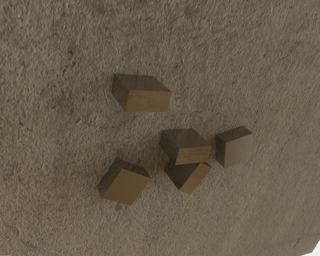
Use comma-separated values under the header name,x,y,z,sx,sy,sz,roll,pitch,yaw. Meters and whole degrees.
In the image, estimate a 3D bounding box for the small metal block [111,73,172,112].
name,x,y,z,sx,sy,sz,roll,pitch,yaw
small metal block,-0.022,-0.040,0.353,0.050,0.050,0.025,-1,119,-28

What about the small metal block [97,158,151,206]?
name,x,y,z,sx,sy,sz,roll,pitch,yaw
small metal block,-0.050,0.075,0.426,0.050,0.025,0.050,27,104,-37

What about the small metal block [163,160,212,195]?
name,x,y,z,sx,sy,sz,roll,pitch,yaw
small metal block,0.039,0.059,0.448,0.025,0.050,0.050,28,103,-38

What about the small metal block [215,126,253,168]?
name,x,y,z,sx,sy,sz,roll,pitch,yaw
small metal block,0.117,0.030,0.489,0.050,0.025,0.050,-17,125,-19

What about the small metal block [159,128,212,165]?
name,x,y,z,sx,sy,sz,roll,pitch,yaw
small metal block,0.034,0.024,0.424,0.050,0.050,0.025,-2,119,-27
